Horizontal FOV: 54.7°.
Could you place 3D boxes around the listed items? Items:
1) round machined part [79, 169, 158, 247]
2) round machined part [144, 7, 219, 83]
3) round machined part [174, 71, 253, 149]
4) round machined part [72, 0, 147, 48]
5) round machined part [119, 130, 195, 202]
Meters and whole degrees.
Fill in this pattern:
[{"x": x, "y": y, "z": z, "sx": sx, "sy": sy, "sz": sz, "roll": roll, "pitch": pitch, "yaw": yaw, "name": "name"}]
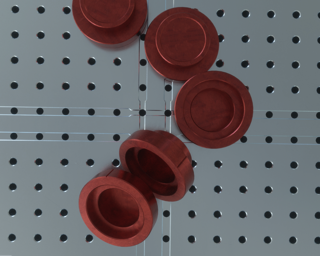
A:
[{"x": -0.049, "y": 0.096, "z": 0.392, "sx": 0.098, "sy": 0.042, "sz": 0.097, "roll": 6, "pitch": 110, "yaw": 17, "name": "round machined part"}, {"x": 0.029, "y": -0.111, "z": 0.405, "sx": 0.099, "sy": 0.042, "sz": 0.097, "roll": 0, "pitch": 90, "yaw": -1, "name": "round machined part"}, {"x": 0.067, "y": -0.023, "z": 0.405, "sx": 0.099, "sy": 0.042, "sz": 0.097, "roll": 0, "pitch": 91, "yaw": -1, "name": "round machined part"}, {"x": -0.066, "y": -0.158, "z": 0.404, "sx": 0.099, "sy": 0.042, "sz": 0.097, "roll": 0, "pitch": 90, "yaw": -1, "name": "round machined part"}, {"x": 0.000, "y": 0.042, "z": 0.387, "sx": 0.098, "sy": 0.098, "sz": 0.042, "roll": 45, "pitch": 52, "yaw": -1, "name": "round machined part"}]
